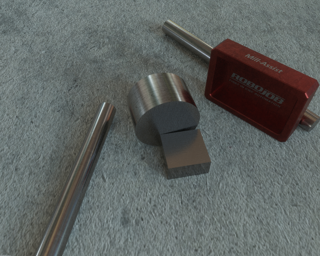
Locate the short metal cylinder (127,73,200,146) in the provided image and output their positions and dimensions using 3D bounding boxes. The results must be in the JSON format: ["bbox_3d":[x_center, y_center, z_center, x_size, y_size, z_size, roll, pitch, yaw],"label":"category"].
[{"bbox_3d":[0.003,-0.022,0.386,0.081,0.080,0.050,-11,51,-10],"label":"short metal cylinder"}]

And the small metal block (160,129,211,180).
[{"bbox_3d":[0.029,0.031,0.377,0.050,0.025,0.050,-8,51,-7],"label":"small metal block"}]

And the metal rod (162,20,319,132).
[{"bbox_3d":[0.109,-0.093,0.482,0.025,0.025,0.300,-32,57,-24],"label":"metal rod"}]

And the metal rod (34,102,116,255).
[{"bbox_3d":[-0.099,0.087,0.328,0.025,0.025,0.300,8,50,6],"label":"metal rod"}]

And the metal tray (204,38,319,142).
[{"bbox_3d":[0.123,-0.049,0.403,0.130,0.089,0.030,35,58,25],"label":"metal tray"}]
